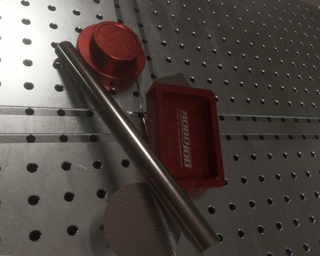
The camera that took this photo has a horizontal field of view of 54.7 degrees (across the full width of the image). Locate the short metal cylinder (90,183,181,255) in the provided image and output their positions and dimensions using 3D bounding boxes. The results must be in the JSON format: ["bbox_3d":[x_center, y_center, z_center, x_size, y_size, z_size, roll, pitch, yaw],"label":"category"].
[{"bbox_3d":[-0.026,0.102,0.317,0.081,0.050,0.080,14,56,-21],"label":"short metal cylinder"}]

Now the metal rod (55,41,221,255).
[{"bbox_3d":[-0.040,0.002,0.342,0.025,0.025,0.300,-19,59,-36],"label":"metal rod"}]

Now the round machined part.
[{"bbox_3d":[-0.065,-0.109,0.430,0.099,0.042,0.098,14,56,-21],"label":"round machined part"}]

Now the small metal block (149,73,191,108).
[{"bbox_3d":[0.021,-0.049,0.451,0.050,0.025,0.050,-21,73,-36],"label":"small metal block"}]

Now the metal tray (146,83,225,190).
[{"bbox_3d":[0.032,0.012,0.397,0.091,0.030,0.129,4,73,-27],"label":"metal tray"}]
